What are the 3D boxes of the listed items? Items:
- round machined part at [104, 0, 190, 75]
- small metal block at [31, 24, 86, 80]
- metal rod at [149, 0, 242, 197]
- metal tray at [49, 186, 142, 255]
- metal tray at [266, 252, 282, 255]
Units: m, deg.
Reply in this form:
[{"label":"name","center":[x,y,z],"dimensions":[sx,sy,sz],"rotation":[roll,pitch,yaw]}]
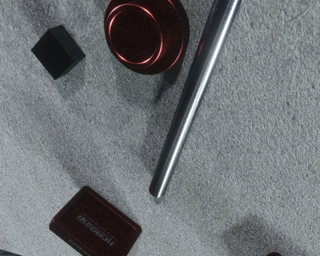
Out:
[{"label":"round machined part","center":[-0.021,-0.104,0.341],"dimensions":[0.098,0.042,0.097],"rotation":[13,124,20]},{"label":"small metal block","center":[-0.136,-0.100,0.414],"dimensions":[0.050,0.025,0.050],"rotation":[-29,103,37]},{"label":"metal rod","center":[0.032,-0.019,0.376],"dimensions":[0.025,0.025,0.298],"rotation":[26,128,11]},{"label":"metal tray","center":[-0.106,0.169,0.522],"dimensions":[0.130,0.090,0.030],"rotation":[37,129,3]},{"label":"metal tray","center":[0.189,0.250,0.458],"dimensions":[0.130,0.030,0.089],"rotation":[39,129,1]}]
